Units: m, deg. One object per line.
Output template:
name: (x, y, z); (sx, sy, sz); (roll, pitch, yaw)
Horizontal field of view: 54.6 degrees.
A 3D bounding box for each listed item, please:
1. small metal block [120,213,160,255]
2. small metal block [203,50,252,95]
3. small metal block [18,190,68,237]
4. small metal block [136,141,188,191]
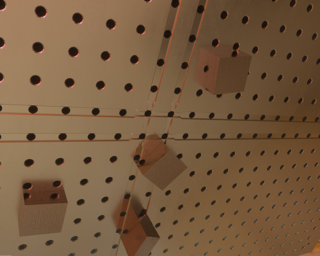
small metal block: (-0.032, 0.170, 0.482); (0.025, 0.050, 0.050); (21, 107, -36)
small metal block: (0.090, -0.074, 0.413); (0.050, 0.025, 0.050); (-9, 123, -24)
small metal block: (-0.150, 0.108, 0.396); (0.050, 0.025, 0.050); (5, 116, -31)
small metal block: (0.003, 0.055, 0.446); (0.050, 0.025, 0.050); (-43, 129, 1)
